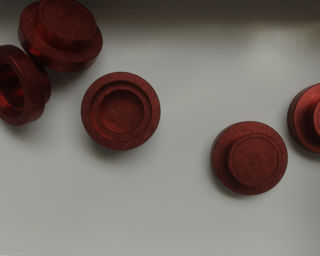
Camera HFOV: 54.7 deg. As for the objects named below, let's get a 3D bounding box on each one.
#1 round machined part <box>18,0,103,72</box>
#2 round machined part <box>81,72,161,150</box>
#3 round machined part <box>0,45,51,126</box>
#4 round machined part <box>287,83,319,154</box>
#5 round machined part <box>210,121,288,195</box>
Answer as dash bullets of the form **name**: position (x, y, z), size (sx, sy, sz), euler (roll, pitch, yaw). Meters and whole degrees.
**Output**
- **round machined part**: position (-0.116, -0.119, 0.376), size (0.099, 0.042, 0.098), euler (16, 56, -24)
- **round machined part**: position (-0.048, -0.021, 0.402), size (0.099, 0.042, 0.097), euler (0, 90, 0)
- **round machined part**: position (-0.175, -0.055, 0.385), size (0.098, 0.042, 0.097), euler (15, 118, 29)
- **round machined part**: position (0.223, -0.012, 0.404), size (0.099, 0.042, 0.097), euler (0, 90, 0)
- **round machined part**: position (0.118, 0.039, 0.404), size (0.099, 0.042, 0.097), euler (0, 90, 0)
